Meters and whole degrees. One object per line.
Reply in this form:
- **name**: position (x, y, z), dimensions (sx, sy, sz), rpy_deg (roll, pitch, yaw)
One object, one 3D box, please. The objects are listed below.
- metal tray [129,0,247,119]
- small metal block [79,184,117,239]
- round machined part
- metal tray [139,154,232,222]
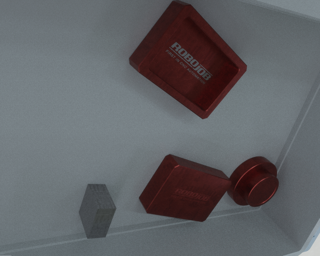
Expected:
- **metal tray**: position (0.039, -0.077, 0.380), dimensions (0.130, 0.030, 0.090), rpy_deg (32, 100, -39)
- **small metal block**: position (-0.085, 0.111, 0.416), dimensions (0.025, 0.050, 0.050), rpy_deg (8, 115, -32)
- **round machined part**: position (0.174, 0.103, 0.560), dimensions (0.099, 0.042, 0.097), rpy_deg (-14, 125, -21)
- **metal tray**: position (0.043, 0.100, 0.493), dimensions (0.131, 0.030, 0.090), rpy_deg (21, 107, -37)
